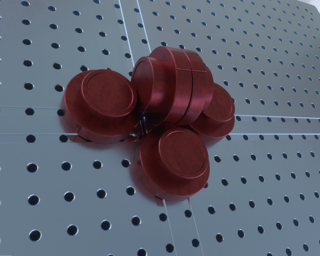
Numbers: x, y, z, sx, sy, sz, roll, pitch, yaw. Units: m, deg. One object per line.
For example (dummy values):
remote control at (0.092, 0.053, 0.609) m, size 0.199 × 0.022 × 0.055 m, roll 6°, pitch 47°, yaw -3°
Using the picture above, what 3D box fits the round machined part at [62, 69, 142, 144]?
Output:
round machined part at (-0.067, -0.033, 0.382) m, size 0.099 × 0.042 × 0.098 m, roll 14°, pitch 56°, yaw -21°

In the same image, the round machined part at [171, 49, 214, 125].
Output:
round machined part at (0.033, -0.053, 0.406) m, size 0.042 × 0.097 × 0.098 m, roll -1°, pitch 62°, yaw -29°

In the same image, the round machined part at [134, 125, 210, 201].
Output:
round machined part at (0.021, 0.038, 0.387) m, size 0.099 × 0.042 × 0.098 m, roll 14°, pitch 56°, yaw -21°

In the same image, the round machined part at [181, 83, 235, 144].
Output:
round machined part at (0.070, -0.029, 0.454) m, size 0.099 × 0.042 × 0.098 m, roll 14°, pitch 56°, yaw -21°

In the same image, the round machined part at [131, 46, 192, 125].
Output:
round machined part at (-0.005, -0.052, 0.384) m, size 0.042 × 0.097 × 0.098 m, roll 1°, pitch 61°, yaw -28°
